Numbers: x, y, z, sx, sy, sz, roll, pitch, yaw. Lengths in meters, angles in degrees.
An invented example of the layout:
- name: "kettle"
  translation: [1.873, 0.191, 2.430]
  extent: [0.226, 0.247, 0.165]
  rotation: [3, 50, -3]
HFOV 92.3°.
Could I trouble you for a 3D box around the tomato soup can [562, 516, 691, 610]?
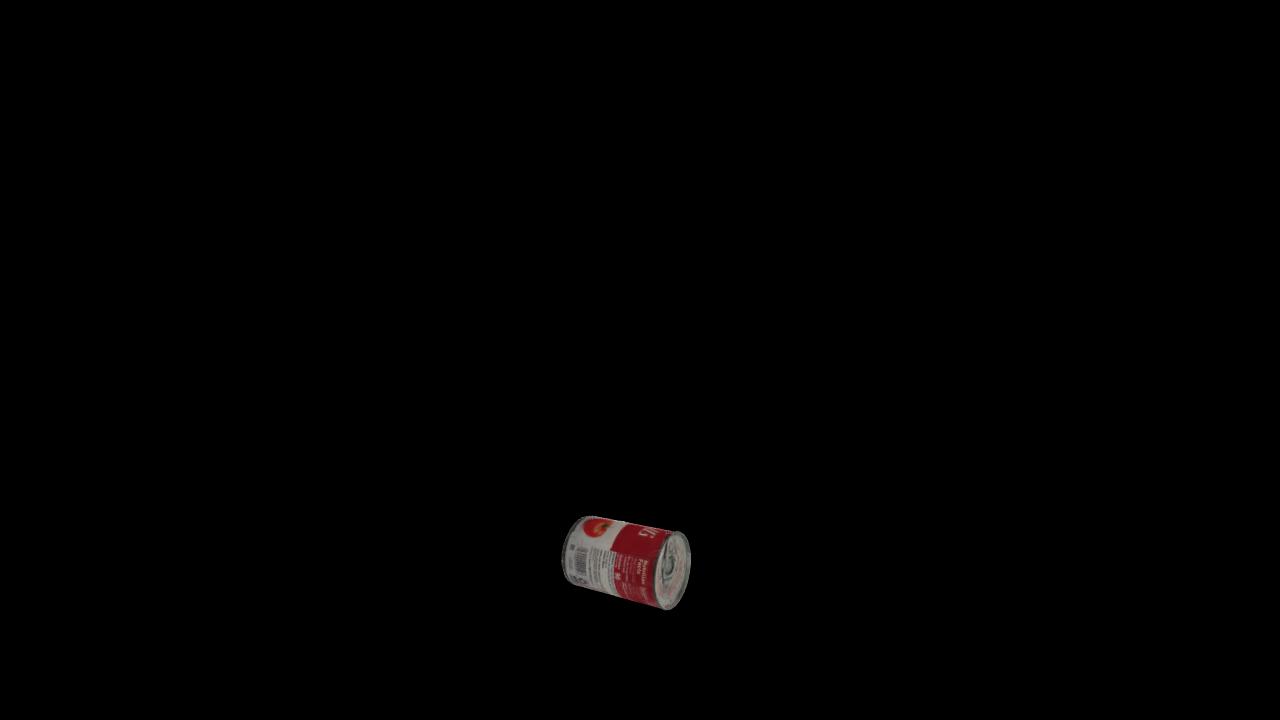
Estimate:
- name: "tomato soup can"
  translation: [-0.013, 0.184, 0.565]
  extent: [0.101, 0.068, 0.068]
  rotation: [1, 1, 31]
